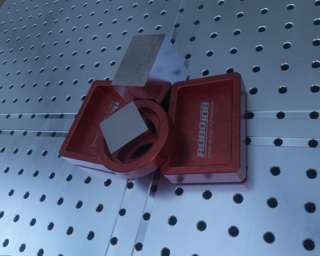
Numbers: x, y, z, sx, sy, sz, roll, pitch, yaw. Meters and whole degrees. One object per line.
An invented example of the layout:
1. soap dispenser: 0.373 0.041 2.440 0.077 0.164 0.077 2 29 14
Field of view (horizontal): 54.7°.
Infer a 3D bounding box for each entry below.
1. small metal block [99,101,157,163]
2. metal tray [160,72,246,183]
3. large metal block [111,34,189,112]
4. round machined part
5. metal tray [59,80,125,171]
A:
1. small metal block: -0.038 0.004 0.367 0.050 0.025 0.050 -34 51 6
2. metal tray: 0.054 -0.001 0.372 0.090 0.030 0.130 -6 59 25
3. large metal block: -0.010 -0.066 0.414 0.050 0.080 0.080 7 65 31
4. round machined part: -0.026 0.016 0.384 0.098 0.042 0.098 -13 56 21
5. metal tray: -0.079 -0.007 0.446 0.090 0.030 0.130 7 65 31
